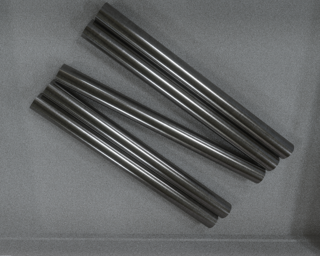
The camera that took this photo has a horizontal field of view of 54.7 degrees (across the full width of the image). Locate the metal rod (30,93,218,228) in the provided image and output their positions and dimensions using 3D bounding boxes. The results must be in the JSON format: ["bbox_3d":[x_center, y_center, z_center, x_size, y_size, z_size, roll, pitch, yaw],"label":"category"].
[{"bbox_3d":[-0.040,0.051,0.428,0.301,0.025,0.025,36,106,-13],"label":"metal rod"}]

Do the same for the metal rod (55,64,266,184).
[{"bbox_3d":[0.008,-0.001,0.410,0.301,0.025,0.025,27,108,-10],"label":"metal rod"}]

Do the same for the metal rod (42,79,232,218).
[{"bbox_3d":[-0.022,0.035,0.423,0.301,0.025,0.025,36,106,-13],"label":"metal rod"}]

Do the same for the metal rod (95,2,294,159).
[{"bbox_3d":[0.052,-0.052,0.391,0.301,0.025,0.025,35,106,-12],"label":"metal rod"}]

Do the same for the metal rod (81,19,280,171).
[{"bbox_3d":[0.035,-0.034,0.397,0.301,0.025,0.025,35,106,-12],"label":"metal rod"}]
